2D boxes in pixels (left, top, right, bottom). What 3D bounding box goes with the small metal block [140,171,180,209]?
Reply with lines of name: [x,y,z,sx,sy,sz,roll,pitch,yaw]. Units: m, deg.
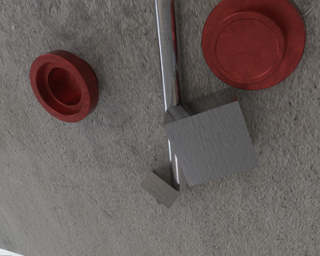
small metal block: [-0.001,0.087,0.444,0.050,0.025,0.050,38,171,2]

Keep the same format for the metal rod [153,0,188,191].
metal rod: [0.015,-0.048,0.369,0.025,0.025,0.298,8,122,24]

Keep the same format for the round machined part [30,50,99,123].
round machined part: [-0.125,-0.060,0.425,0.098,0.042,0.097,13,124,21]

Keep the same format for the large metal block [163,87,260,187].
large metal block: [0.057,0.010,0.350,0.080,0.050,0.080,-19,110,13]

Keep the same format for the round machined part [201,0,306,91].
round machined part: [0.087,-0.081,0.300,0.098,0.042,0.097,13,124,21]
